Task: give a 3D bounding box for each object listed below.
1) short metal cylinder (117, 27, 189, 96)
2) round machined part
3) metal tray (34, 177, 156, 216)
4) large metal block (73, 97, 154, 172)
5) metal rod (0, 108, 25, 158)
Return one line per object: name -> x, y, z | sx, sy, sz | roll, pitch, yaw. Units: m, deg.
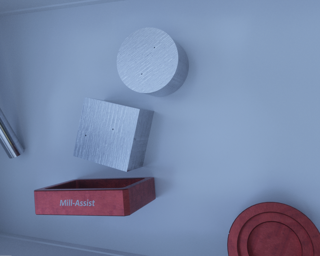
short metal cylinder -> -0.008, -0.082, 0.399 | 0.080, 0.050, 0.079 | 0, 90, 19
round machined part -> 0.128, 0.134, 0.347 | 0.098, 0.042, 0.098 | -5, 72, 17
metal tray -> -0.082, 0.087, 0.403 | 0.130, 0.090, 0.030 | -5, 89, 19
large metal block -> -0.062, 0.007, 0.418 | 0.080, 0.050, 0.079 | 13, 94, 19
metal rod -> -0.273, -0.088, 0.433 | 0.025, 0.025, 0.298 | -11, 114, 19
